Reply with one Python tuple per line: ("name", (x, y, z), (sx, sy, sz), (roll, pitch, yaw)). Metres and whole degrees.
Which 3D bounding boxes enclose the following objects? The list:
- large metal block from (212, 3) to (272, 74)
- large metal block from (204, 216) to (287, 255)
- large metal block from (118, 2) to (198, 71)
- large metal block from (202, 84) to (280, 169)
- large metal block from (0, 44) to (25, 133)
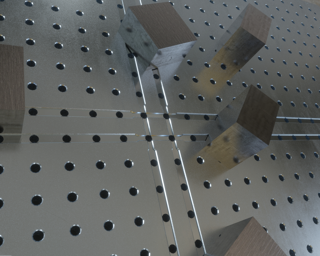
("large metal block", (0.144, -0.156, 0.545), (0.050, 0.080, 0.080), (32, 52, -7))
("large metal block", (0.096, 0.161, 0.345), (0.080, 0.050, 0.080), (-35, 82, -38))
("large metal block", (-0.004, -0.142, 0.476), (0.081, 0.050, 0.080), (-24, 75, -36))
("large metal block", (0.113, -0.001, 0.433), (0.050, 0.080, 0.080), (36, 51, -5))
("large metal block", (-0.185, -0.041, 0.318), (0.081, 0.050, 0.080), (1, 61, -28))
